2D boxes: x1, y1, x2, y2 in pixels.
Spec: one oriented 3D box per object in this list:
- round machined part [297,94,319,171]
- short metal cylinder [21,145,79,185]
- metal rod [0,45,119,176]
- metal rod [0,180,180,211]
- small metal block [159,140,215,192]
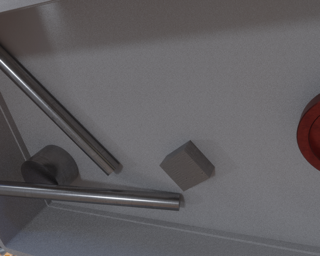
[{"bbox_3d":[0.187,0.001,0.296,0.098,0.042,0.097,16,128,22],"label":"round machined part"},{"bbox_3d":[-0.190,0.076,0.537,0.080,0.050,0.079,13,124,20],"label":"short metal cylinder"},{"bbox_3d":[-0.177,-0.041,0.473,0.300,0.025,0.025,46,129,-5],"label":"metal rod"},{"bbox_3d":[-0.120,0.105,0.485,0.302,0.025,0.025,3,121,9],"label":"metal rod"},{"bbox_3d":[0.037,0.052,0.420,0.050,0.025,0.050,48,129,-6],"label":"small metal block"}]
